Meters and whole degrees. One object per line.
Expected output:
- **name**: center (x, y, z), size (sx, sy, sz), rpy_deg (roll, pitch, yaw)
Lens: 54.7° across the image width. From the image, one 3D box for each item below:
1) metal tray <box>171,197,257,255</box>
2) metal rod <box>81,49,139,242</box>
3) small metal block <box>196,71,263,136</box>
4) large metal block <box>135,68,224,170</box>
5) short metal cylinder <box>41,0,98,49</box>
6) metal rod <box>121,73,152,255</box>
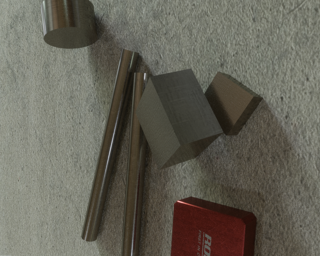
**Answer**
- **metal tray**: center (0.057, 0.153, 0.353), size (0.090, 0.030, 0.129), rpy_deg (6, 94, 39)
- **metal rod**: center (-0.077, 0.033, 0.466), size (0.025, 0.025, 0.298), rpy_deg (23, 104, 37)
- **small metal block**: center (0.075, -0.027, 0.342), size (0.050, 0.025, 0.050), rpy_deg (44, 116, 31)
- **large metal block**: center (0.017, -0.008, 0.351), size (0.080, 0.050, 0.080), rpy_deg (67, 156, 18)
- **short metal cylinder**: center (-0.141, -0.163, 0.482), size (0.080, 0.081, 0.050), rpy_deg (-13, 82, 39)
- **metal rod**: center (-0.035, 0.074, 0.431), size (0.025, 0.025, 0.298), rpy_deg (7, 95, 39)
